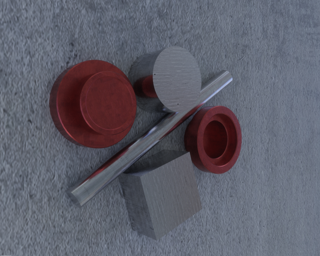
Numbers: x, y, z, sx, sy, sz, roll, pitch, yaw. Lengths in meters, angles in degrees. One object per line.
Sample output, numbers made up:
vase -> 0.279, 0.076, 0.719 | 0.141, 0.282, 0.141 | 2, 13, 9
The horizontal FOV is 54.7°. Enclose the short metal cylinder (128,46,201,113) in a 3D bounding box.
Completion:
short metal cylinder -> 0.007, -0.059, 0.395 | 0.081, 0.050, 0.079 | 0, 90, -40

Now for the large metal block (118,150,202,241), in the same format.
large metal block -> 0.001, 0.079, 0.392 | 0.081, 0.050, 0.080 | -22, 104, -38

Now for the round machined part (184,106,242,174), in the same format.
round machined part -> 0.074, 0.017, 0.457 | 0.099, 0.042, 0.097 | 0, 90, -40

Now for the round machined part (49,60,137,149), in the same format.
round machined part -> -0.065, -0.026, 0.340 | 0.099, 0.042, 0.097 | 0, 90, -40

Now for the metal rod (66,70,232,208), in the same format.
metal rod -> 0.006, -0.003, 0.413 | 0.302, 0.025, 0.025 | -39, 114, -33
